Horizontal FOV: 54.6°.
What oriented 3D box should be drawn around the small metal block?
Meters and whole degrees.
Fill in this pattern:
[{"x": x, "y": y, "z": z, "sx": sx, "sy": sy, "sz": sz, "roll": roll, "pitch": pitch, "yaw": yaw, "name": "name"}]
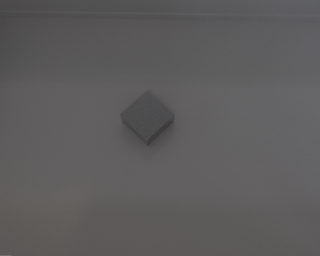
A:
[{"x": -0.017, "y": -0.013, "z": 0.414, "sx": 0.050, "sy": 0.025, "sz": 0.050, "roll": -43, "pitch": 76, "yaw": -14, "name": "small metal block"}]
